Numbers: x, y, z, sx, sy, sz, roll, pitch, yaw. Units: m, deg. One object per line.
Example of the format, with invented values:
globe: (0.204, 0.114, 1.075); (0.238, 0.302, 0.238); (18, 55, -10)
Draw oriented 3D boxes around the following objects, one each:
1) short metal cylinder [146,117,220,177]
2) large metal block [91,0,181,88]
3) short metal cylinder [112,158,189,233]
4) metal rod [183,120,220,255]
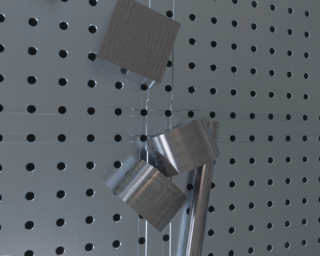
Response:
short metal cylinder: (0.029, 0.023, 0.391); (0.081, 0.080, 0.050); (-22, 91, -19)
large metal block: (-0.031, -0.105, 0.388); (0.080, 0.050, 0.080); (20, 83, -19)
short metal cylinder: (-0.012, 0.082, 0.379); (0.080, 0.080, 0.050); (44, 77, -15)
metal rod: (0.051, 0.138, 0.431); (0.025, 0.025, 0.298); (9, 87, -20)
